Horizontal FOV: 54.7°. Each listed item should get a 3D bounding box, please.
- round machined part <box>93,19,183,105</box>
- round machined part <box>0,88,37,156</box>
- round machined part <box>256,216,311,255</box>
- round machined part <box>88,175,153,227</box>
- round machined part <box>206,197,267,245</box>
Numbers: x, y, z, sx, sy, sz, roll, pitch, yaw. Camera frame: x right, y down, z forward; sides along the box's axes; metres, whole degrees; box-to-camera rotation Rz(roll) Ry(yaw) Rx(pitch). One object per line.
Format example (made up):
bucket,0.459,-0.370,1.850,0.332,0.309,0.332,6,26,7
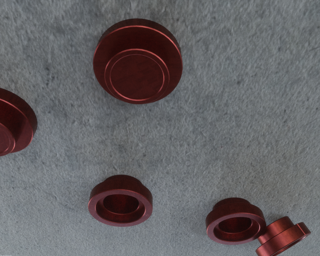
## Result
round machined part,-0.024,-0.065,0.341,0.099,0.042,0.097,-1,130,0
round machined part,-0.212,-0.001,0.392,0.099,0.042,0.097,-1,130,0
round machined part,0.210,0.191,0.545,0.099,0.042,0.098,-22,147,-15
round machined part,-0.061,0.111,0.490,0.099,0.042,0.097,-1,130,0
round machined part,0.127,0.156,0.531,0.099,0.042,0.097,0,130,0
